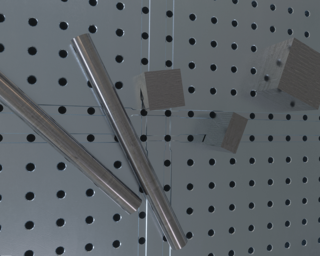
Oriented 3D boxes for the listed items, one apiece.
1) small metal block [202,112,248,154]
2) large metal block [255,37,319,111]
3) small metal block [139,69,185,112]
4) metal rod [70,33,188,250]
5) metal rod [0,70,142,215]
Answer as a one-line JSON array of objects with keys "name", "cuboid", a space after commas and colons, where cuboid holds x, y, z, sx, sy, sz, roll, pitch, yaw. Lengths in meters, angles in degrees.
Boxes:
[{"name": "small metal block", "cuboid": [0.090, 0.006, 0.433, 0.025, 0.050, 0.050, 25, 82, -19]}, {"name": "large metal block", "cuboid": [0.205, -0.079, 0.475, 0.080, 0.050, 0.080, 23, 82, -19]}, {"name": "small metal block", "cuboid": [0.003, -0.050, 0.414, 0.050, 0.025, 0.050, -9, 93, -20]}, {"name": "metal rod", "cuboid": [-0.036, 0.024, 0.399, 0.025, 0.025, 0.299, -28, 99, -18]}, {"name": "metal rod", "cuboid": [-0.134, -0.002, 0.363, 0.300, 0.025, 0.025, 45, 76, -15]}]
